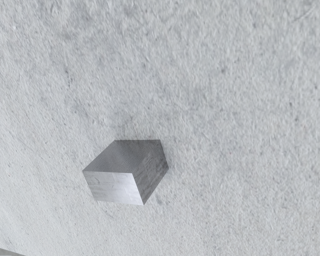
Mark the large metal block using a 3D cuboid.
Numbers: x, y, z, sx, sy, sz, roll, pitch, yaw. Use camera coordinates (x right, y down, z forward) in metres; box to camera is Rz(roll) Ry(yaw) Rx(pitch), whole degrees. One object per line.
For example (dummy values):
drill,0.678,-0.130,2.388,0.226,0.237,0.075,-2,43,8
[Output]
large metal block,-0.045,0.058,0.432,0.080,0.080,0.050,-2,117,29
